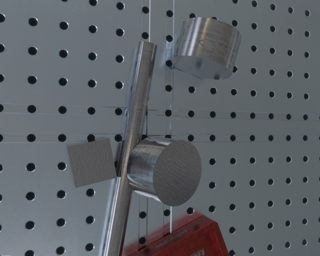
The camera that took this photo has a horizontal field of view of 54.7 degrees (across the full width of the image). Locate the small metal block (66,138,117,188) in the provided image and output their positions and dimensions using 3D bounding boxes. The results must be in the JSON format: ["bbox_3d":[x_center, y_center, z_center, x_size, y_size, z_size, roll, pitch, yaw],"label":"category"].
[{"bbox_3d":[-0.085,0.041,0.381,0.050,0.025,0.050,-11,94,-20],"label":"small metal block"}]

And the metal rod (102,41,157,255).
[{"bbox_3d":[-0.040,0.038,0.397,0.025,0.025,0.298,11,86,-20],"label":"metal rod"}]

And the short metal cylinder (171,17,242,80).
[{"bbox_3d":[0.060,-0.101,0.405,0.081,0.080,0.050,18,84,-19],"label":"short metal cylinder"}]

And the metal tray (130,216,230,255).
[{"bbox_3d":[0.031,0.190,0.421,0.131,0.030,0.090,-23,98,-19],"label":"metal tray"}]

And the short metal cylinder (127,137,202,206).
[{"bbox_3d":[0.006,0.052,0.388,0.081,0.050,0.079,-4,97,-40],"label":"short metal cylinder"}]
